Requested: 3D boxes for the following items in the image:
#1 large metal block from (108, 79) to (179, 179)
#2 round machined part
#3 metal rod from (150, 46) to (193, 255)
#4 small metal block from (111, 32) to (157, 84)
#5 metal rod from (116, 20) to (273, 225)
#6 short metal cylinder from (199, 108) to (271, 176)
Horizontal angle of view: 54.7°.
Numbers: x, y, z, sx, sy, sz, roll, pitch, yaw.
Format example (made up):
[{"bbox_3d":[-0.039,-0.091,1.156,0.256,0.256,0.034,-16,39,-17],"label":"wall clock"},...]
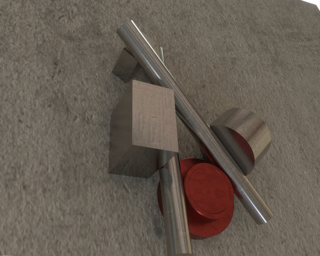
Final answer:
[{"bbox_3d":[-0.022,0.005,0.357,0.050,0.080,0.080,11,57,-23],"label":"large metal block"},{"bbox_3d":[0.050,0.081,0.374,0.099,0.042,0.098,14,56,-21],"label":"round machined part"},{"bbox_3d":[0.007,0.004,0.388,0.025,0.025,0.299,11,51,-23],"label":"metal rod"},{"bbox_3d":[-0.036,-0.097,0.430,0.025,0.050,0.050,39,51,-3],"label":"small metal block"},{"bbox_3d":[0.045,-0.006,0.390,0.025,0.025,0.299,-38,92,-39],"label":"metal rod"},{"bbox_3d":[0.100,0.020,0.414,0.080,0.080,0.050,49,51,5],"label":"short metal cylinder"}]
